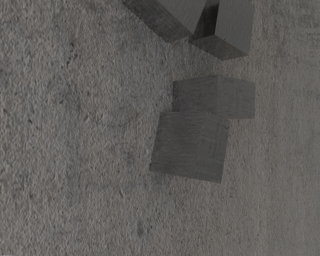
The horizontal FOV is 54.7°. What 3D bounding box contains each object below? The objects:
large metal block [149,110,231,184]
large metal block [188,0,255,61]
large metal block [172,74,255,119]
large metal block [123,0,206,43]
[{"bbox_3d":[0.037,0.024,0.400,0.050,0.080,0.080,17,79,-39],"label":"large metal block"},{"bbox_3d":[0.094,-0.157,0.467,0.081,0.050,0.080,16,80,-39],"label":"large metal block"},{"bbox_3d":[0.074,-0.039,0.430,0.081,0.080,0.050,3,88,-40],"label":"large metal block"},{"bbox_3d":[0.012,-0.171,0.397,0.080,0.050,0.080,33,70,-35],"label":"large metal block"}]
